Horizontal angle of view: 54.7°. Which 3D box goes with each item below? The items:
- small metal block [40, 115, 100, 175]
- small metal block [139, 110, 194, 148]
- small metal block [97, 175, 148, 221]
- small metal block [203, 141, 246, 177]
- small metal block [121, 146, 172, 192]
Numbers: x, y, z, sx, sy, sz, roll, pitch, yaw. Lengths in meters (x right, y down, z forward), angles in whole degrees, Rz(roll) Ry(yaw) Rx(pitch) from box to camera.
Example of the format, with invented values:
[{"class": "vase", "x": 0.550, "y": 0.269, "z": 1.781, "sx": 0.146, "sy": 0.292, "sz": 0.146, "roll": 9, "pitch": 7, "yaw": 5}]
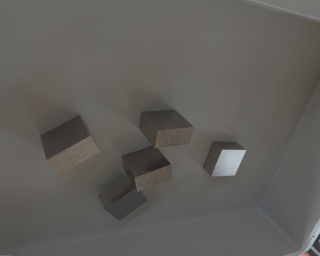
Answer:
[{"class": "small metal block", "x": -0.102, "y": 0.018, "z": 0.349, "sx": 0.050, "sy": 0.050, "sz": 0.025, "roll": -30, "pitch": 129, "yaw": -10}, {"class": "small metal block", "x": 0.007, "y": 0.000, "z": 0.398, "sx": 0.050, "sy": 0.050, "sz": 0.025, "roll": -5, "pitch": 121, "yaw": -26}, {"class": "small metal block", "x": -0.051, "y": 0.099, "z": 0.436, "sx": 0.050, "sy": 0.025, "sz": 0.050, "roll": -35, "pitch": 143, "yaw": -6}, {"class": "small metal block", "x": 0.103, "y": 0.050, "z": 0.498, "sx": 0.050, "sy": 0.025, "sz": 0.050, "roll": 3, "pitch": 117, "yaw": -30}, {"class": "small metal block", "x": -0.018, "y": 0.053, "z": 0.417, "sx": 0.050, "sy": 0.050, "sz": 0.025, "roll": -18, "pitch": 125, "yaw": -18}]
